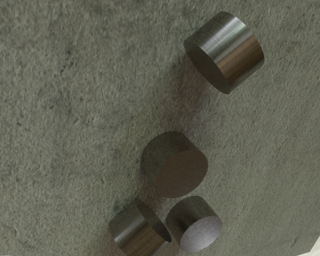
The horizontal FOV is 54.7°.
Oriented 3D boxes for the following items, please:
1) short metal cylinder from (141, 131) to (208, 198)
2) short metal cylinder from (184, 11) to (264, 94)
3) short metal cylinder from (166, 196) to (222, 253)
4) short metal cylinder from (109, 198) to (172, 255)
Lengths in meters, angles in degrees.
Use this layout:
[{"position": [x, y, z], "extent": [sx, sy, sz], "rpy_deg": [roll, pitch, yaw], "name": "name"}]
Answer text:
[{"position": [0.020, 0.051, 0.435], "extent": [0.081, 0.050, 0.079], "rpy_deg": [-14, 125, -21], "name": "short metal cylinder"}, {"position": [0.073, -0.086, 0.360], "extent": [0.050, 0.080, 0.080], "rpy_deg": [-41, 130, -1], "name": "short metal cylinder"}, {"position": [0.058, 0.163, 0.525], "extent": [0.081, 0.050, 0.079], "rpy_deg": [-14, 125, -21], "name": "short metal cylinder"}, {"position": [-0.028, 0.150, 0.450], "extent": [0.050, 0.080, 0.080], "rpy_deg": [-42, 130, 0], "name": "short metal cylinder"}]
